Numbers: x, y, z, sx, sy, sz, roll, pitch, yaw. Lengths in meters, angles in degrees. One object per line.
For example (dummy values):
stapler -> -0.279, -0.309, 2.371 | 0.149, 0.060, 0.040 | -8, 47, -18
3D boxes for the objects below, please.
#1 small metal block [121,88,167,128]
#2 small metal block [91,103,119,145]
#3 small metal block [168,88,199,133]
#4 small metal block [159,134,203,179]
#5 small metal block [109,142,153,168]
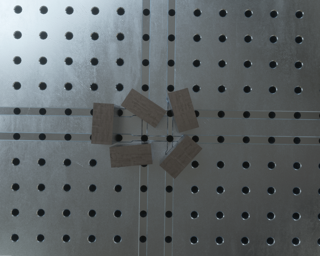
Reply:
small metal block -> -0.020, -0.025, 0.401 | 0.050, 0.050, 0.025 | 34, 91, -1
small metal block -> -0.069, -0.005, 0.400 | 0.025, 0.050, 0.050 | 4, 91, 0
small metal block -> 0.029, -0.021, 0.400 | 0.025, 0.050, 0.050 | -16, 89, 0
small metal block -> 0.026, 0.035, 0.400 | 0.025, 0.050, 0.050 | 42, 90, 1
small metal block -> -0.035, 0.034, 0.400 | 0.050, 0.050, 0.025 | -5, 90, 0
